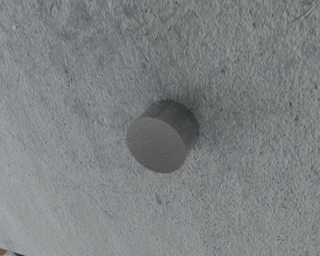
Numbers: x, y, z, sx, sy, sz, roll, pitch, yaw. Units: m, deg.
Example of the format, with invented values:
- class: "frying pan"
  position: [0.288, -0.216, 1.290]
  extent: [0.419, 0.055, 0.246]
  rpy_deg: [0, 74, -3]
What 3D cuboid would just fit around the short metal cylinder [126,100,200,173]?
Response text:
- class: "short metal cylinder"
  position: [0.004, 0.011, 0.395]
  extent: [0.080, 0.050, 0.080]
  rpy_deg: [13, 124, 21]
